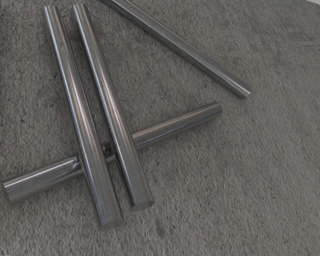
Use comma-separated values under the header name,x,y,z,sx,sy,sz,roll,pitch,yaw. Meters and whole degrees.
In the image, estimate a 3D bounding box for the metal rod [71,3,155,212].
name,x,y,z,sx,sy,sz,roll,pitch,yaw
metal rod,-0.066,-0.046,0.373,0.025,0.025,0.299,-4,57,-30

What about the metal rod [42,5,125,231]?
name,x,y,z,sx,sy,sz,roll,pitch,yaw
metal rod,-0.096,-0.034,0.350,0.025,0.025,0.299,-5,57,-31

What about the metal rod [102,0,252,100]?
name,x,y,z,sx,sy,sz,roll,pitch,yaw
metal rod,0.021,-0.141,0.500,0.301,0.025,0.025,34,51,-6

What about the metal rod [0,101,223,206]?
name,x,y,z,sx,sy,sz,roll,pitch,yaw
metal rod,-0.030,0.017,0.377,0.302,0.025,0.025,-21,73,-36
